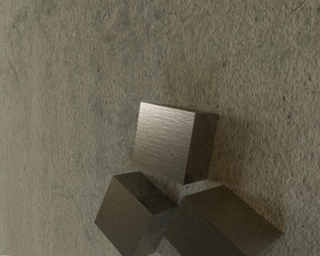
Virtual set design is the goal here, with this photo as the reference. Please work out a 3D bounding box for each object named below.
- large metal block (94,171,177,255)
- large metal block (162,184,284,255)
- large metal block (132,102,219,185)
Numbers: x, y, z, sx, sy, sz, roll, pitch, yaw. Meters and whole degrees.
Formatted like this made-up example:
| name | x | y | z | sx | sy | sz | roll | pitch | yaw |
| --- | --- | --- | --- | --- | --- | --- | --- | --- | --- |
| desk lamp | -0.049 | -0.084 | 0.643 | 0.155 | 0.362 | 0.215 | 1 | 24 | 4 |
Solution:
| name | x | y | z | sx | sy | sz | roll | pitch | yaw |
| --- | --- | --- | --- | --- | --- | --- | --- | --- | --- |
| large metal block | -0.034 | 0.117 | 0.417 | 0.080 | 0.050 | 0.079 | 36 | 112 | 34 |
| large metal block | 0.064 | 0.108 | 0.316 | 0.080 | 0.081 | 0.050 | 39 | 114 | 33 |
| large metal block | 0.017 | 0.015 | 0.375 | 0.080 | 0.050 | 0.079 | 15 | 99 | 39 |
